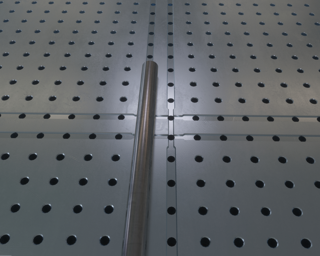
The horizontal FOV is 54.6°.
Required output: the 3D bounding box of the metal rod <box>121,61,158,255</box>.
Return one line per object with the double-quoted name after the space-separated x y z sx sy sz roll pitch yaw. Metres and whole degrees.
-0.021 0.019 0.391 0.025 0.025 0.300 2 50 1 "metal rod"
